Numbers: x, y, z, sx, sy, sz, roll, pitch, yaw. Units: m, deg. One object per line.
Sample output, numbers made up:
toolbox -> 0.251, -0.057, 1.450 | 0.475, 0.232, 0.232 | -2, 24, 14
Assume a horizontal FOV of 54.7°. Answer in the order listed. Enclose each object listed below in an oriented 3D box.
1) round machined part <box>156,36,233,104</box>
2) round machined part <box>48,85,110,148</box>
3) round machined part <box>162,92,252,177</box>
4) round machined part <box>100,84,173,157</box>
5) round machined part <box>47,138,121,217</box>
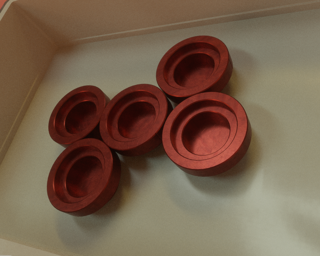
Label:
round machined part -> 0.048, -0.071, 0.410 | 0.098, 0.042, 0.098 | -13, 56, 21
round machined part -> -0.111, -0.011, 0.458 | 0.098, 0.042, 0.098 | -13, 56, 21
round machined part -> 0.056, 0.010, 0.356 | 0.098, 0.042, 0.098 | -13, 56, 21
round machined part -> -0.027, -0.007, 0.409 | 0.098, 0.042, 0.098 | -13, 56, 21
round machined part -> -0.092, 0.065, 0.399 | 0.098, 0.042, 0.098 | -13, 56, 21
